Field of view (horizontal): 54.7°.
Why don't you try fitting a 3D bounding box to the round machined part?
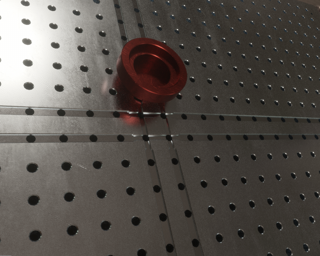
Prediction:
[{"bbox_3d":[-0.015,-0.076,0.437,0.099,0.042,0.098,14,56,-21],"label":"round machined part"}]
